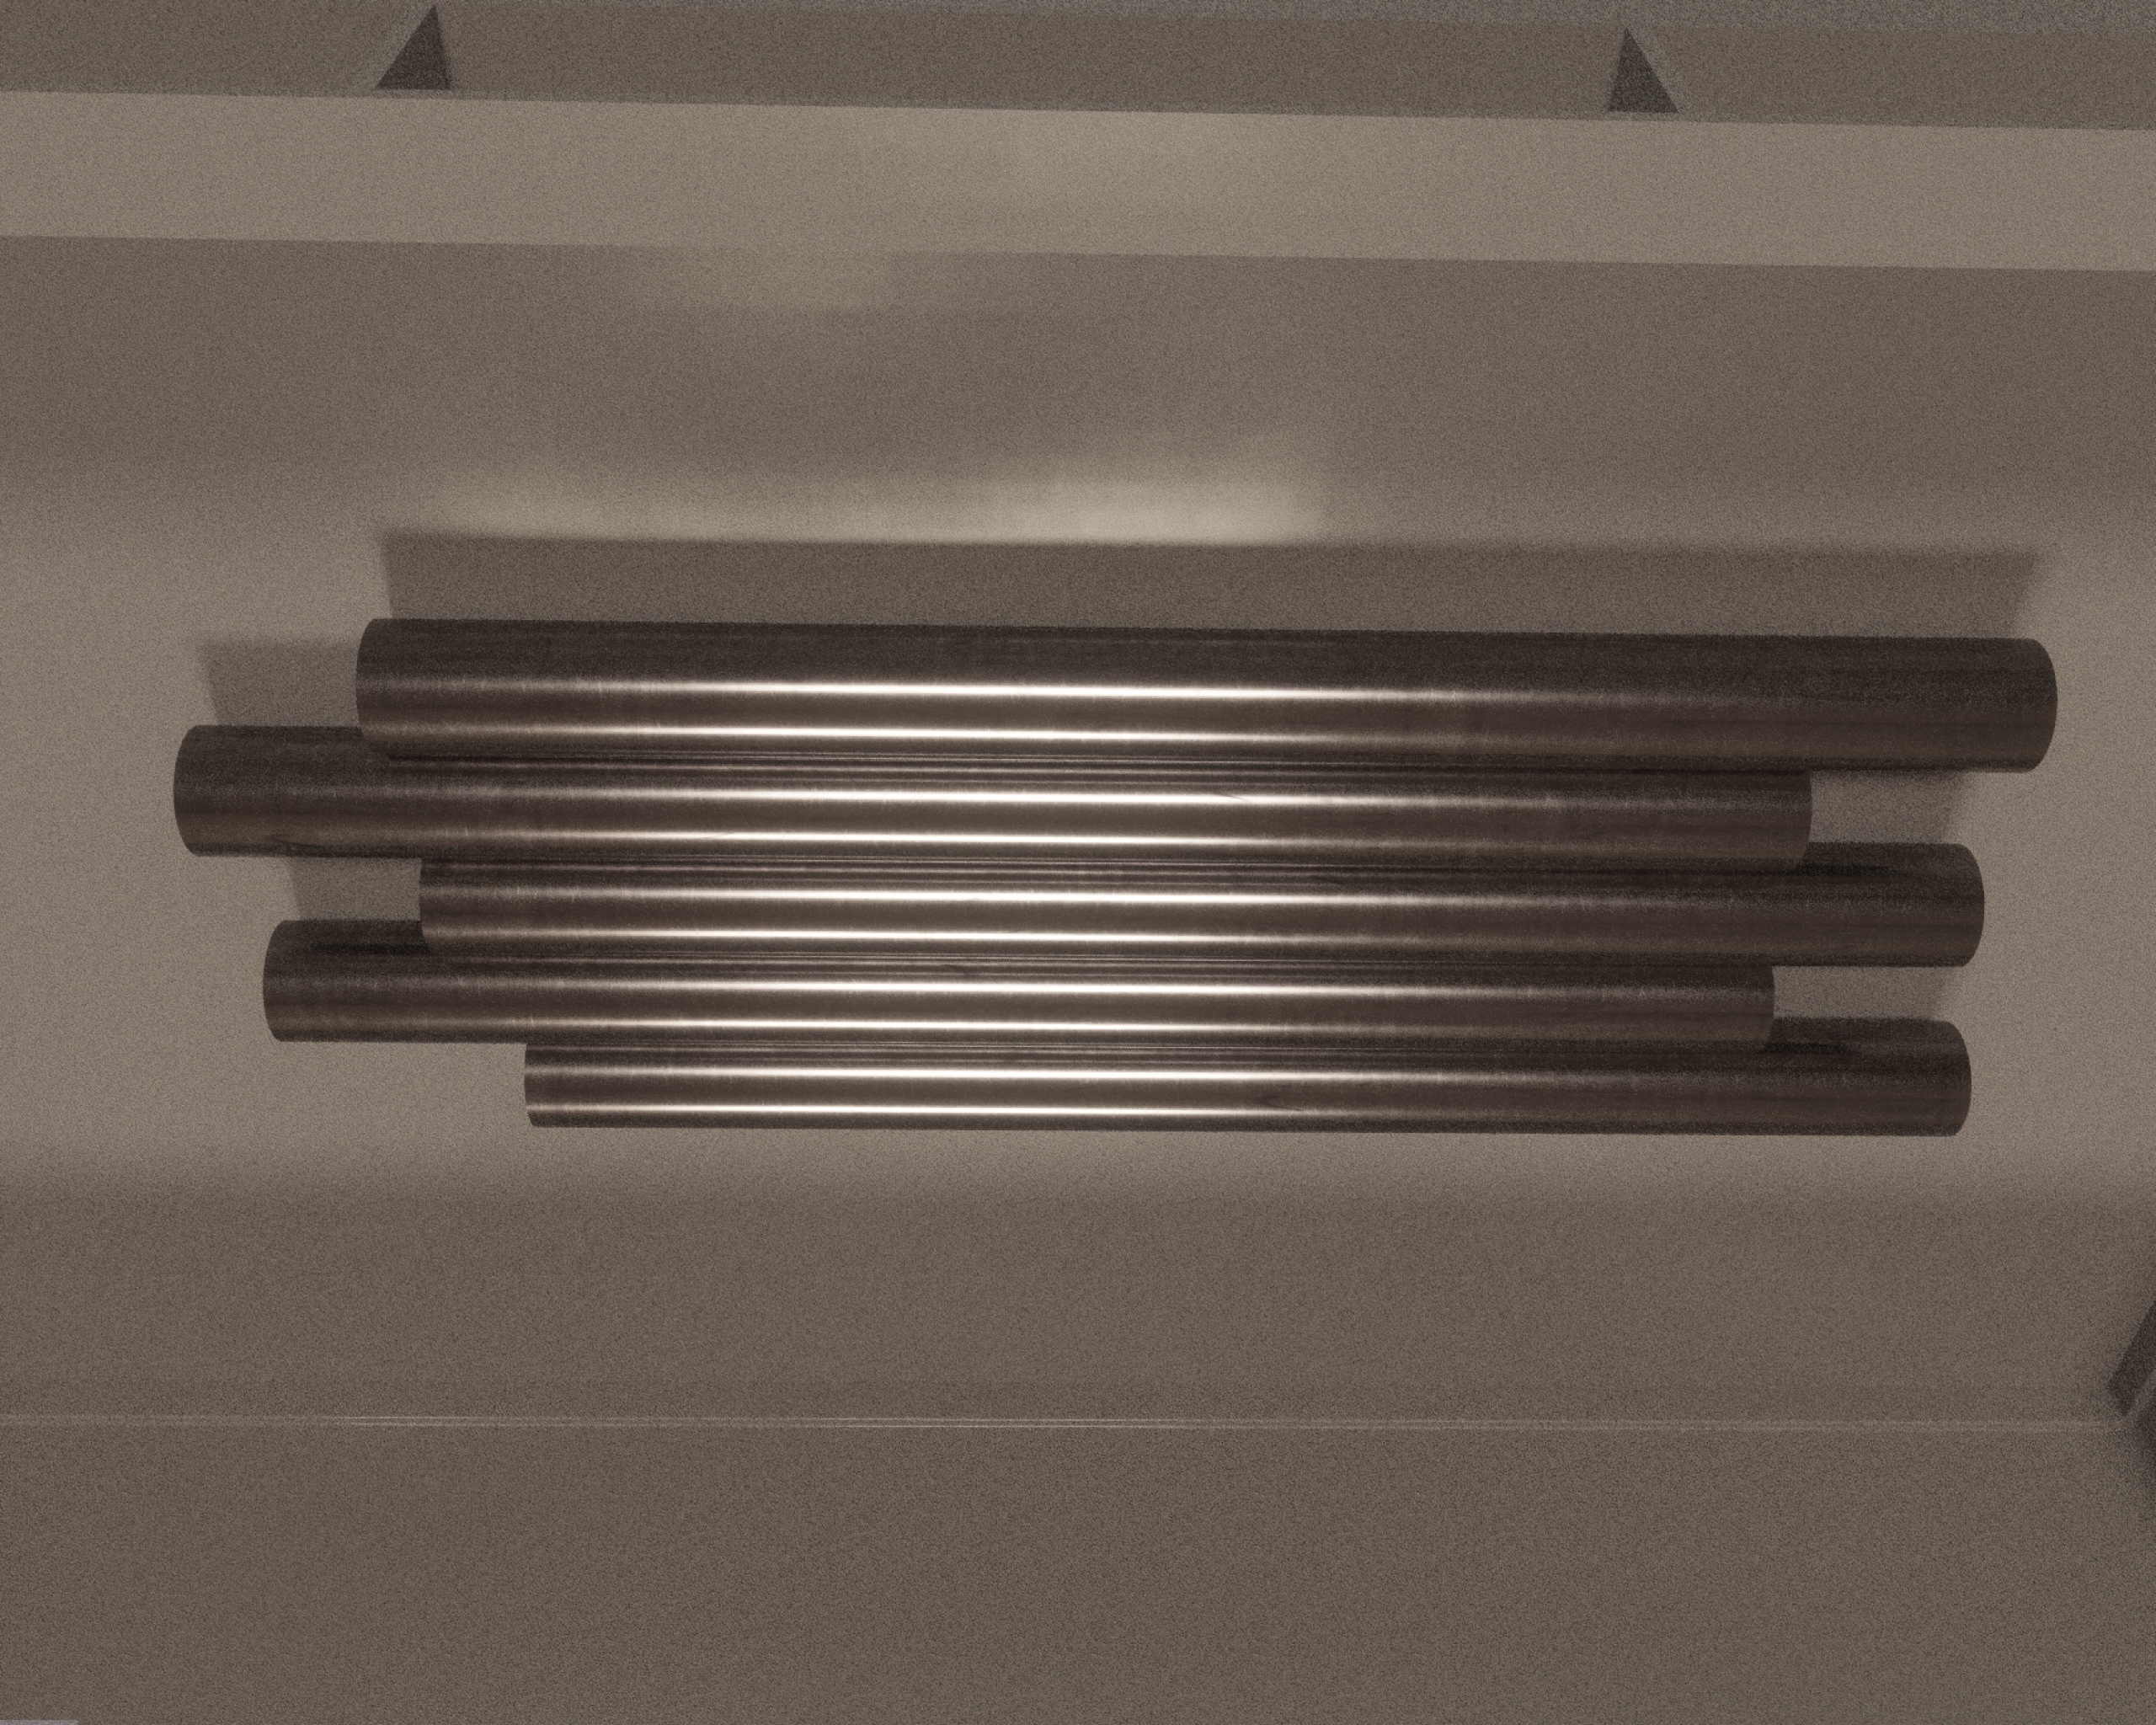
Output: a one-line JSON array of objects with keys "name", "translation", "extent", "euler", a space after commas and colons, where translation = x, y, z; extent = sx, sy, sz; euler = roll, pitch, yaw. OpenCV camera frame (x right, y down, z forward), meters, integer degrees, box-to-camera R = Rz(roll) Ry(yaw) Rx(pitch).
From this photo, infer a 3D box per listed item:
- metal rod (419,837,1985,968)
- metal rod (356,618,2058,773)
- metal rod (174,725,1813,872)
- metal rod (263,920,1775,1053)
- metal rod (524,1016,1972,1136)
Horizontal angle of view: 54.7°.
[{"name": "metal rod", "translation": [0.025, 0.007, 0.414], "extent": [0.302, 0.025, 0.025], "euler": [1, 130, -1]}, {"name": "metal rod", "translation": [0.024, -0.030, 0.382], "extent": [0.302, 0.025, 0.025], "euler": [1, 130, -1]}, {"name": "metal rod", "translation": [-0.014, -0.012, 0.397], "extent": [0.302, 0.025, 0.025], "euler": [1, 130, -1]}, {"name": "metal rod", "translation": [-0.011, 0.026, 0.429], "extent": [0.302, 0.025, 0.025], "euler": [1, 130, -1]}, {"name": "metal rod", "translation": [0.036, 0.045, 0.446], "extent": [0.302, 0.025, 0.025], "euler": [1, 130, -1]}]
